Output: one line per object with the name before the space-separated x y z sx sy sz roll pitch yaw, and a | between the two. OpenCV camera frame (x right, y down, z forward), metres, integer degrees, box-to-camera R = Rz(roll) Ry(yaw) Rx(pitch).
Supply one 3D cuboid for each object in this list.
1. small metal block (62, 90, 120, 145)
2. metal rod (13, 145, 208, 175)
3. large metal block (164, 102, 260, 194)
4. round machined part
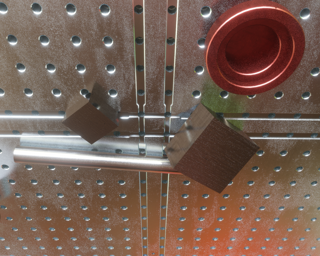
small metal block | -0.088 -0.012 0.400 0.050 0.025 0.050 -32 124 24
metal rod | -0.053 0.049 0.452 0.302 0.025 0.025 5 130 -5
large metal block | 0.066 0.027 0.404 0.080 0.050 0.080 31 104 -24
round machined part | 0.096 -0.087 0.328 0.099 0.042 0.097 -1 130 0
